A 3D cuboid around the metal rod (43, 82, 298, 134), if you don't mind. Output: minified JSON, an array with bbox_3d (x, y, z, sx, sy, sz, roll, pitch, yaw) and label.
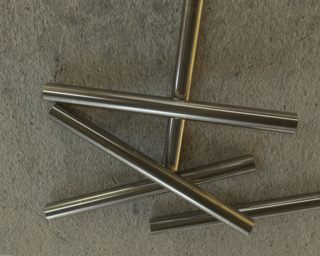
[{"bbox_3d":[0.007,-0.025,0.375,0.302,0.025,0.025,8,110,7],"label":"metal rod"}]

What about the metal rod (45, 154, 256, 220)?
[{"bbox_3d":[-0.017,0.085,0.440,0.301,0.025,0.025,-14,110,5],"label":"metal rod"}]

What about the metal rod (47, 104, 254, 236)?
[{"bbox_3d":[-0.009,0.055,0.408,0.301,0.025,0.025,31,107,-3],"label":"metal rod"}]

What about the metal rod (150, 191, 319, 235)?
[{"bbox_3d":[0.135,0.122,0.455,0.302,0.025,0.025,-10,110,3],"label":"metal rod"}]

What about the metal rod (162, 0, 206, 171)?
[{"bbox_3d":[0.032,-0.085,0.378,0.025,0.025,0.298,6,110,-3],"label":"metal rod"}]
